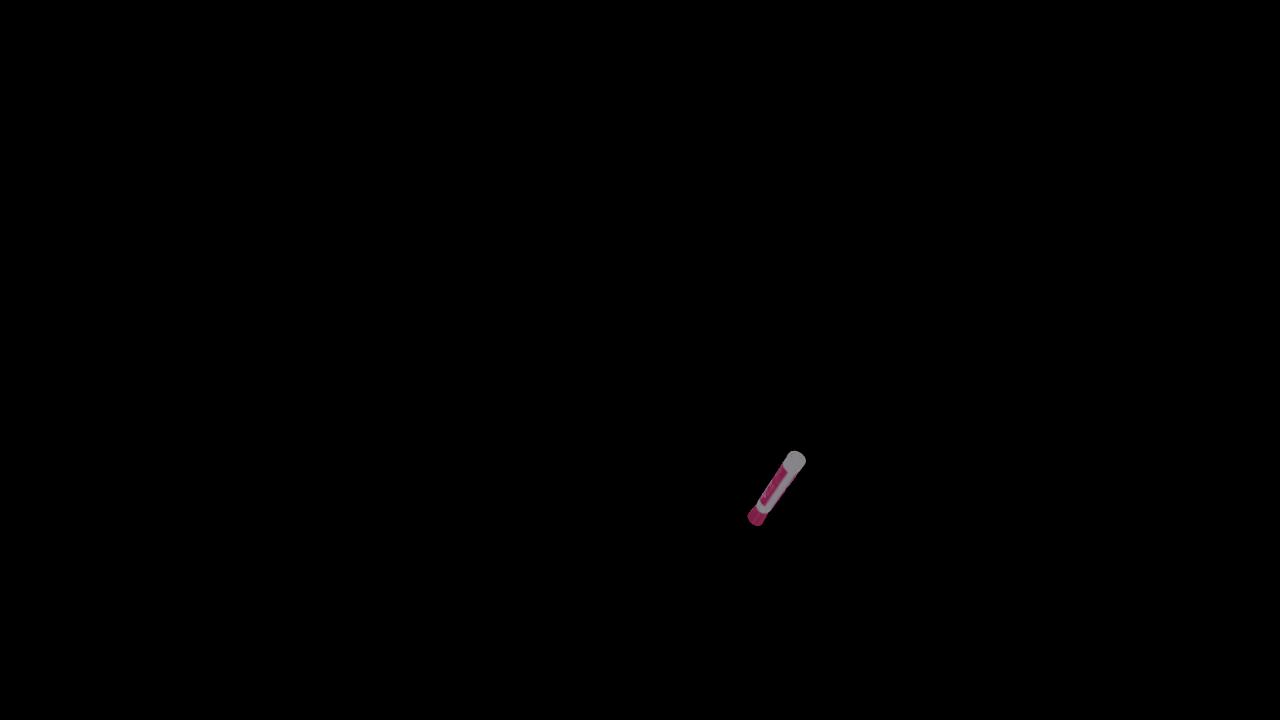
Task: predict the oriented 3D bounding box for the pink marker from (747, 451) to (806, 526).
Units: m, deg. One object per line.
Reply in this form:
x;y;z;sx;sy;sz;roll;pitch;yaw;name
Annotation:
0.143;0.140;0.654;0.020;0.121;0.020;10;43;-10;pink marker
